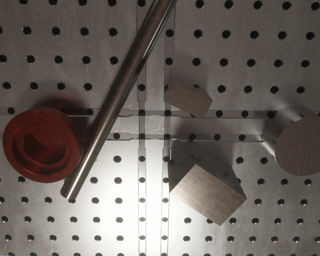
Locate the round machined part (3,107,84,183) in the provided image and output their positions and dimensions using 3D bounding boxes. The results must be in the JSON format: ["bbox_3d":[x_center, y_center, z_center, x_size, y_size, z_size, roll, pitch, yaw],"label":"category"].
[{"bbox_3d":[-0.147,0.019,0.406,0.099,0.042,0.097,1,108,4],"label":"round machined part"}]

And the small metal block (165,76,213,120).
[{"bbox_3d":[0.034,-0.039,0.386,0.050,0.050,0.025,24,108,-9],"label":"small metal block"}]

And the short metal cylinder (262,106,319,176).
[{"bbox_3d":[0.183,0.016,0.409,0.081,0.050,0.079,0,110,-1],"label":"short metal cylinder"}]

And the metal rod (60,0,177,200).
[{"bbox_3d":[-0.061,-0.029,0.401,0.025,0.025,0.298,26,108,-10],"label":"metal rod"}]

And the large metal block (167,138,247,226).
[{"bbox_3d":[0.058,0.068,0.410,0.080,0.080,0.050,35,106,-12],"label":"large metal block"}]
